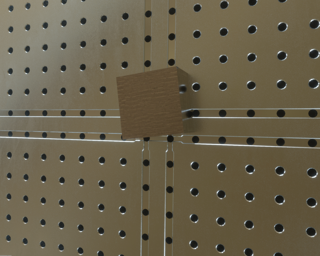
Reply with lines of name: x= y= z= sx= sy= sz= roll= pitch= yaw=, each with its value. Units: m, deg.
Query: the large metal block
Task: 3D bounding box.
large metal block: x=-0.005 y=-0.029 z=0.402 sx=0.080 sy=0.050 sz=0.080 roll=-7 pitch=88 yaw=20
